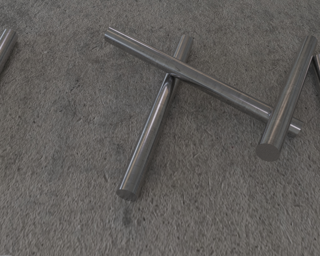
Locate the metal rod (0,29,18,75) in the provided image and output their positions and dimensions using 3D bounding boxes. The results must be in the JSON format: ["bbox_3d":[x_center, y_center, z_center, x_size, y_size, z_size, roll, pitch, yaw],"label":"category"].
[{"bbox_3d":[-0.258,-0.046,0.439,0.025,0.025,0.300,0,50,0],"label":"metal rod"}]

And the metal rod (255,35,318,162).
[{"bbox_3d":[0.184,-0.060,0.427,0.025,0.025,0.301,23,45,18],"label":"metal rod"}]

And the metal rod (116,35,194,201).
[{"bbox_3d":[0.004,-0.037,0.433,0.025,0.025,0.300,12,51,10],"label":"metal rod"}]

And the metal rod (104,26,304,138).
[{"bbox_3d":[0.052,-0.069,0.434,0.301,0.025,0.025,29,56,12],"label":"metal rod"}]

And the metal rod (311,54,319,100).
[{"bbox_3d":[0.231,0.005,0.400,0.025,0.025,0.300,7,50,6],"label":"metal rod"}]
